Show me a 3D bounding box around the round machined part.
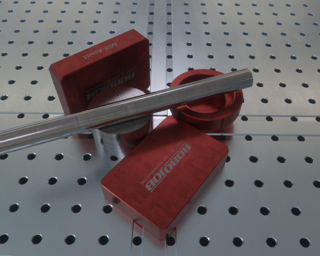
[{"bbox_3d":[0.061,-0.034,0.425,0.099,0.042,0.098,0,50,0],"label":"round machined part"}]

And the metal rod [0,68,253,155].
[{"bbox_3d":[-0.029,-0.024,0.362,0.302,0.025,0.025,-16,52,-13],"label":"metal rod"}]

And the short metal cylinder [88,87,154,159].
[{"bbox_3d":[-0.048,-0.008,0.397,0.081,0.050,0.080,0,50,0],"label":"short metal cylinder"}]

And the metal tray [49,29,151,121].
[{"bbox_3d":[-0.074,-0.068,0.422,0.131,0.089,0.030,-32,57,-24],"label":"metal tray"}]

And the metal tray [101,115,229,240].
[{"bbox_3d":[0.008,0.050,0.362,0.090,0.030,0.131,31,56,23],"label":"metal tray"}]
